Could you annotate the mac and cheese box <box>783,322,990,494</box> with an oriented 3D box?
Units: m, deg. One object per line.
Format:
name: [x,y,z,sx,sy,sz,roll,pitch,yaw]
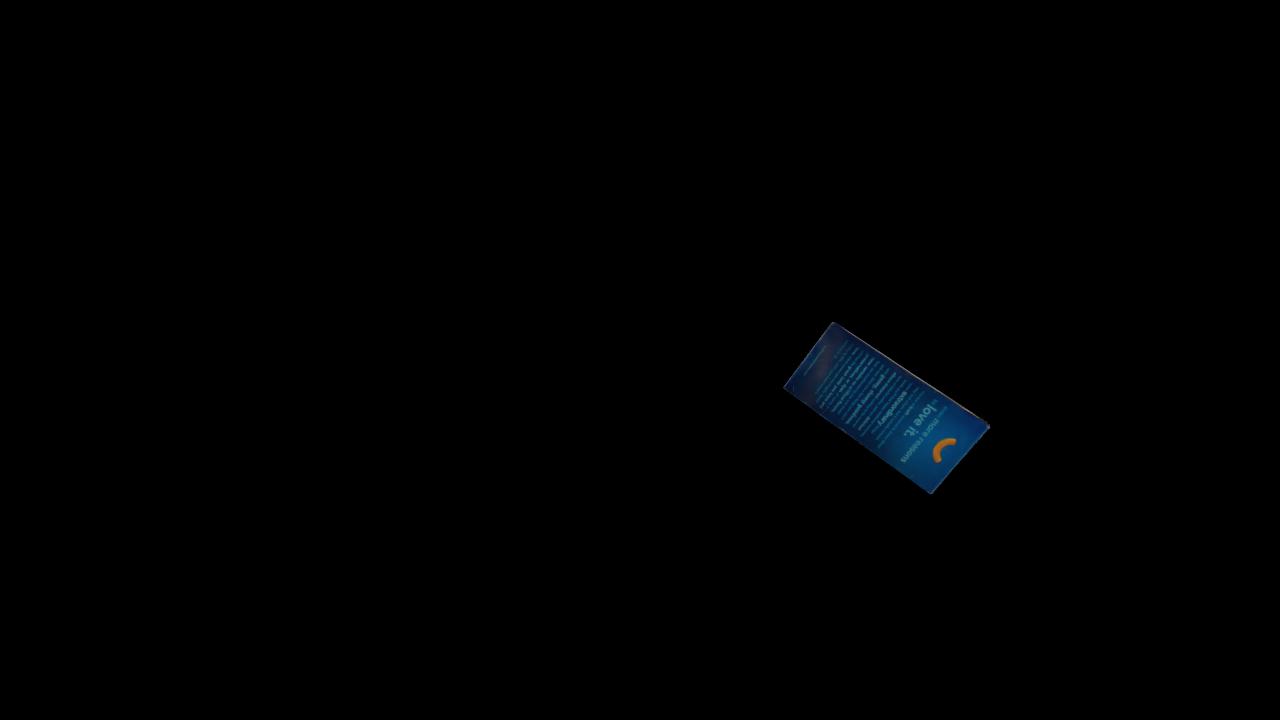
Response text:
mac and cheese box: [0.257,0.047,0.657,0.184,0.093,0.041,38,16,17]
